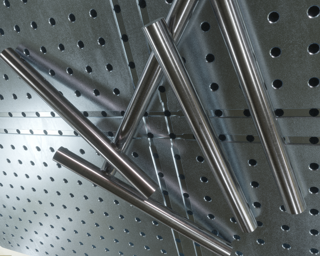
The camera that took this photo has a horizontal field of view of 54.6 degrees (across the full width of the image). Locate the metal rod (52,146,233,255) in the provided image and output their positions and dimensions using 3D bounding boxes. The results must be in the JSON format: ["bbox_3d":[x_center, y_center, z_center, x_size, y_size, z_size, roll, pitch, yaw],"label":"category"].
[{"bbox_3d":[-0.026,0.114,0.473,0.301,0.025,0.025,30,129,0],"label":"metal rod"}]

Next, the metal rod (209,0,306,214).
[{"bbox_3d":[0.106,-0.030,0.336,0.025,0.025,0.299,-13,112,33],"label":"metal rod"}]

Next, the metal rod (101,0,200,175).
[{"bbox_3d":[-0.027,-0.033,0.405,0.025,0.025,0.298,34,129,6],"label":"metal rod"}]

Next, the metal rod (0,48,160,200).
[{"bbox_3d":[-0.119,-0.011,0.445,0.300,0.025,0.025,42,130,8],"label":"metal rod"}]

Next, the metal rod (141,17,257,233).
[{"bbox_3d":[0.058,0.015,0.372,0.025,0.025,0.299,-12,118,33],"label":"metal rod"}]
